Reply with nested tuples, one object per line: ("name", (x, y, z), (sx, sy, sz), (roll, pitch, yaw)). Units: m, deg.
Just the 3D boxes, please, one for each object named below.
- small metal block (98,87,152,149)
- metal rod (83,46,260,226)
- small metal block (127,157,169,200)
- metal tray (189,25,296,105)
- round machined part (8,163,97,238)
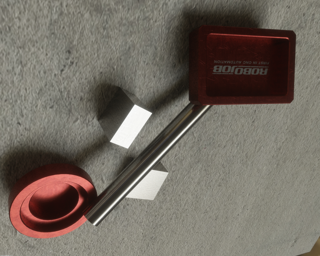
("small metal block", (-0.042, -0.013, 0.361), (0.025, 0.050, 0.050), (26, 104, -38))
("metal rod", (0.020, 0.003, 0.393), (0.300, 0.025, 0.025), (-46, 130, -8))
("small metal block", (-0.024, 0.073, 0.441), (0.050, 0.025, 0.050), (16, 110, -35))
("metal tray", (0.102, -0.074, 0.380), (0.131, 0.030, 0.089), (-2, 96, -17))
("round machined part", (-0.130, 0.083, 0.377), (0.099, 0.042, 0.097), (-14, 125, -21))
